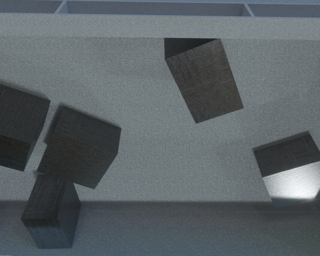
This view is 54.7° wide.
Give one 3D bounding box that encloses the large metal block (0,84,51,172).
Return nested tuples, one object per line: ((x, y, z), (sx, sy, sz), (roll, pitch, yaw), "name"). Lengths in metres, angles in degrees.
((-0.186, -0.004, 0.367), (0.080, 0.080, 0.050), (19, 128, -16), "large metal block")

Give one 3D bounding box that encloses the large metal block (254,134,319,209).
((0.192, 0.065, 0.449), (0.080, 0.050, 0.080), (-20, 128, 16), "large metal block")

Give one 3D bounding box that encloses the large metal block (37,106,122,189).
((-0.108, 0.029, 0.416), (0.080, 0.050, 0.080), (23, 127, -18), "large metal block")

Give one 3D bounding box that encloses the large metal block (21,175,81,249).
((-0.164, 0.128, 0.481), (0.050, 0.080, 0.079), (-2, 130, 2), "large metal block")

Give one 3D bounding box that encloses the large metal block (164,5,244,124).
((0.043, -0.065, 0.318), (0.050, 0.080, 0.080), (-19, 128, 15), "large metal block")
